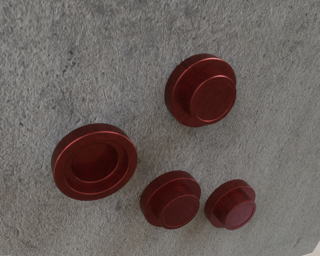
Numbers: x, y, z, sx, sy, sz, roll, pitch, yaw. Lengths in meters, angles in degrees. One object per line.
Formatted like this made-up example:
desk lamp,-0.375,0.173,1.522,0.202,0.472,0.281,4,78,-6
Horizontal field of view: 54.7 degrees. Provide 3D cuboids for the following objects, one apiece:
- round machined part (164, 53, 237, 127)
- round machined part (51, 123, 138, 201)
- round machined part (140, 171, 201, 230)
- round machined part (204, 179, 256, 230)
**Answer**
round machined part,0.059,-0.043,0.401,0.099,0.042,0.097,-14,124,-21
round machined part,-0.080,0.037,0.374,0.099,0.042,0.097,-14,124,-21
round machined part,0.022,0.118,0.480,0.099,0.042,0.097,-14,124,-21
round machined part,0.133,0.144,0.557,0.099,0.042,0.097,-14,124,-21
